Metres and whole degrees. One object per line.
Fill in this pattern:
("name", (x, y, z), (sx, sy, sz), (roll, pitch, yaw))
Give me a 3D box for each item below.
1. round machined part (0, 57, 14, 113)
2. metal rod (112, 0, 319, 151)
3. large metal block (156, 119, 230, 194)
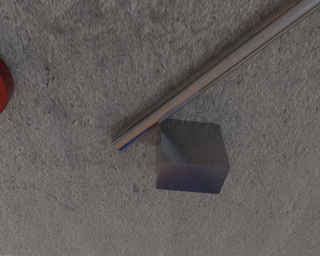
("round machined part", (-0.213, -0.058, 0.343), (0.099, 0.042, 0.097), (-1, 130, 0))
("metal rod", (0.053, -0.058, 0.358), (0.299, 0.025, 0.025), (-36, 122, 26))
("large metal block", (0.038, 0.035, 0.402), (0.081, 0.080, 0.050), (6, 130, -6))
